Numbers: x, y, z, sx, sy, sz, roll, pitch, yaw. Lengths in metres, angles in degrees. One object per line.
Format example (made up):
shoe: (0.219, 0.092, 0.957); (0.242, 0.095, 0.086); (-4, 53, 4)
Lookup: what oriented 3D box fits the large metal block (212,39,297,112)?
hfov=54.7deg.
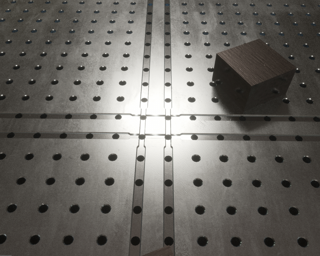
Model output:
large metal block: (0.137, -0.081, 0.461); (0.081, 0.050, 0.080); (-22, 54, -18)

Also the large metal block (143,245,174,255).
large metal block: (-0.015, 0.158, 0.258); (0.081, 0.050, 0.080); (-16, 52, -14)
